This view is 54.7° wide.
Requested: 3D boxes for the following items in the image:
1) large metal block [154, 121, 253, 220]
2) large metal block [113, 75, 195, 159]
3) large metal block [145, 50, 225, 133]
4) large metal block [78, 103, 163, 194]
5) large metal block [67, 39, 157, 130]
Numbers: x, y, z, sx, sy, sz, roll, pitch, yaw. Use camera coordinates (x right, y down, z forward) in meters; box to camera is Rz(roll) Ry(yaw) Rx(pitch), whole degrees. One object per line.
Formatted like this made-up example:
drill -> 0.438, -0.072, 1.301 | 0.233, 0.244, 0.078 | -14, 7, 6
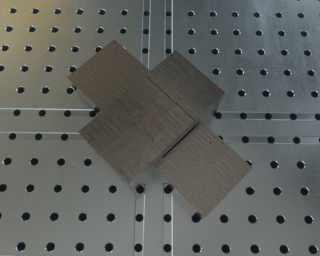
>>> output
large metal block -> 0.050, 0.053, 0.380 | 0.080, 0.050, 0.080 | -42, 76, -13
large metal block -> -0.008, -0.005, 0.385 | 0.050, 0.080, 0.080 | -43, 76, -14
large metal block -> 0.029, -0.038, 0.397 | 0.050, 0.080, 0.080 | -43, 76, -14
large metal block -> -0.043, 0.028, 0.372 | 0.050, 0.080, 0.080 | -43, 76, -14
large metal block -> -0.061, -0.057, 0.416 | 0.080, 0.050, 0.080 | 43, 76, 13
